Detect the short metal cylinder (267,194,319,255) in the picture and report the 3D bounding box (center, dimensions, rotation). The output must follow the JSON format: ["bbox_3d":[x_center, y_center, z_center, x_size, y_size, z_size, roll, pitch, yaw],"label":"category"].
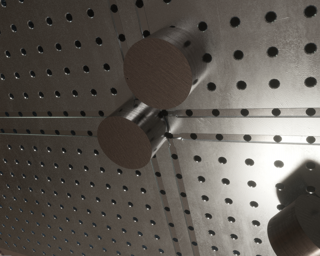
[{"bbox_3d":[0.175,0.125,0.361,0.080,0.080,0.050,34,129,5],"label":"short metal cylinder"}]

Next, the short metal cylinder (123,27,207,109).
[{"bbox_3d":[0.007,-0.068,0.349,0.080,0.050,0.079,13,124,20],"label":"short metal cylinder"}]

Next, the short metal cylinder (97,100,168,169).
[{"bbox_3d":[-0.036,0.009,0.418,0.080,0.050,0.079,13,124,20],"label":"short metal cylinder"}]
